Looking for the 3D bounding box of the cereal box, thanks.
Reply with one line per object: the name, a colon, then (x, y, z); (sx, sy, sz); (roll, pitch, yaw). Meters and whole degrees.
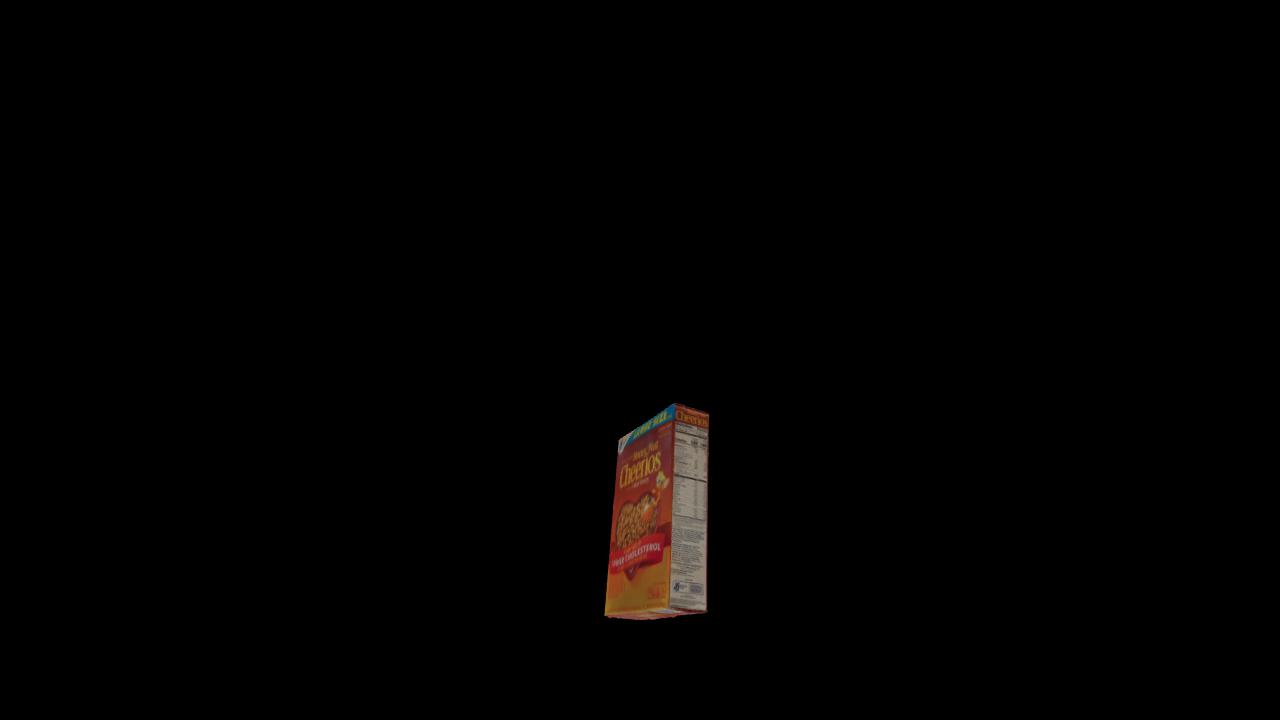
cereal box: (0.026, 0.245, 0.982); (0.081, 0.306, 0.203); (16, -30, -23)
